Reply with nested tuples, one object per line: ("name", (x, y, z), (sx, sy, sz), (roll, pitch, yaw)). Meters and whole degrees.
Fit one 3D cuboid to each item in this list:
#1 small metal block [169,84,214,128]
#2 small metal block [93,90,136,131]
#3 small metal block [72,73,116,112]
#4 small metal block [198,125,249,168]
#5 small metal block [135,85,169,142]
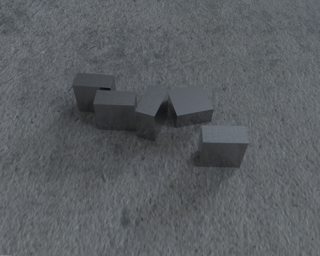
("small metal block", (0.040, -0.031, 0.430), (0.050, 0.025, 0.050), (-11, 51, -10))
("small metal block", (-0.056, -0.022, 0.405), (0.050, 0.050, 0.025), (2, 50, 2))
("small metal block", (-0.087, -0.047, 0.425), (0.050, 0.050, 0.025), (5, 50, 3))
("small metal block", (0.073, 0.023, 0.369), (0.050, 0.050, 0.025), (1, 50, 0))
("small metal block", (-0.010, -0.019, 0.403), (0.025, 0.050, 0.050), (16, 52, 13))
